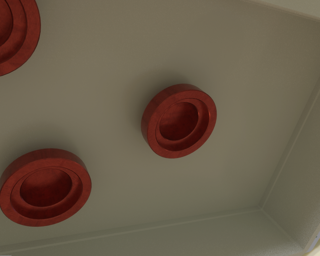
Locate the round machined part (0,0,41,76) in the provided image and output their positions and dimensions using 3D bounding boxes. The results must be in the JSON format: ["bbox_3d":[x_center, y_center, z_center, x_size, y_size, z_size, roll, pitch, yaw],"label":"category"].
[{"bbox_3d":[-0.154,-0.094,0.256,0.099,0.042,0.097,-14,124,-21],"label":"round machined part"}]

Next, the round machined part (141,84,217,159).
[{"bbox_3d":[0.021,-0.012,0.401,0.099,0.042,0.097,-14,124,-21],"label":"round machined part"}]

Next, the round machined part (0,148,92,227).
[{"bbox_3d":[-0.135,0.065,0.364,0.099,0.042,0.097,-14,124,-21],"label":"round machined part"}]
